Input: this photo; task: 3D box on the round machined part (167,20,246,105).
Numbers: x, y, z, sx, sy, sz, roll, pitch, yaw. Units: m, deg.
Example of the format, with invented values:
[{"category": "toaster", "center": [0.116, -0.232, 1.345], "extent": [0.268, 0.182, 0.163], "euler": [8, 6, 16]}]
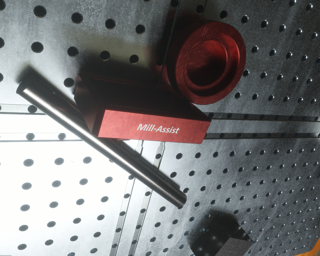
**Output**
[{"category": "round machined part", "center": [0.052, -0.081, 0.376], "extent": [0.099, 0.042, 0.097], "euler": [-13, 120, -23]}]

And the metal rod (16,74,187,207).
[{"category": "metal rod", "center": [-0.051, 0.036, 0.405], "extent": [0.025, 0.025, 0.300], "euler": [-44, 129, 2]}]

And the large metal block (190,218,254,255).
[{"category": "large metal block", "center": [0.121, 0.228, 0.603], "extent": [0.080, 0.050, 0.080], "euler": [25, 105, -37]}]

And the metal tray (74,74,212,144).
[{"category": "metal tray", "center": [-0.020, -0.021, 0.345], "extent": [0.131, 0.090, 0.030], "euler": [5, 116, -31]}]
